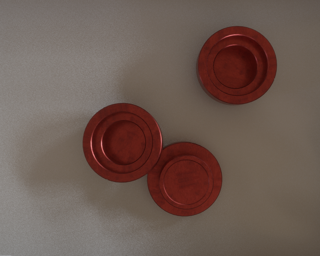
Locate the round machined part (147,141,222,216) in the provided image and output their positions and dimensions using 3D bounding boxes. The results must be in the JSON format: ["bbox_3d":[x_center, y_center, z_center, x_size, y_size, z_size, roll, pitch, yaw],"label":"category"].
[{"bbox_3d":[0.032,0.067,0.403,0.099,0.042,0.097,0,90,-1],"label":"round machined part"}]

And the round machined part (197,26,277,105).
[{"bbox_3d":[0.096,-0.078,0.404,0.099,0.042,0.097,0,90,-1],"label":"round machined part"}]

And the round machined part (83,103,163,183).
[{"bbox_3d":[-0.045,0.019,0.398,0.099,0.042,0.097,0,86,5],"label":"round machined part"}]
